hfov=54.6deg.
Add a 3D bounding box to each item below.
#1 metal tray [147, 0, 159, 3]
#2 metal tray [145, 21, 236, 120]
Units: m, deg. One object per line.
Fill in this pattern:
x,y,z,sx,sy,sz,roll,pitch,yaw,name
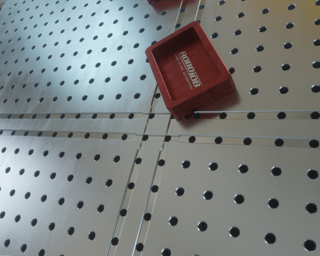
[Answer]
0.018,-0.300,0.580,0.090,0.030,0.130,-7,58,24,metal tray
0.038,-0.085,0.437,0.090,0.030,0.130,-27,52,11,metal tray
